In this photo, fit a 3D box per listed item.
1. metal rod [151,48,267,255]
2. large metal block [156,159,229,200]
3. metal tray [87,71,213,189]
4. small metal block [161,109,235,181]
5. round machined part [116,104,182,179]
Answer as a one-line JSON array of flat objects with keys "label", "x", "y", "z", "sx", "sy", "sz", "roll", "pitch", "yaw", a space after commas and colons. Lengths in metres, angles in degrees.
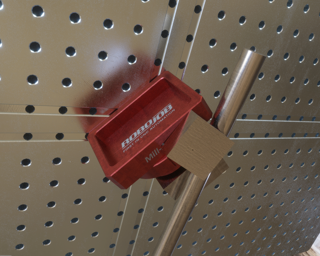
[{"label": "metal rod", "x": 0.047, "y": 0.053, "z": 0.367, "sx": 0.025, "sy": 0.025, "sz": 0.298, "roll": 7, "pitch": 115, "yaw": -32}, {"label": "large metal block", "x": 0.030, "y": 0.043, "z": 0.417, "sx": 0.080, "sy": 0.080, "sz": 0.050, "roll": -40, "pitch": 130, "yaw": -1}, {"label": "metal tray", "x": -0.016, "y": -0.002, "z": 0.360, "sx": 0.130, "sy": 0.090, "sz": 0.030, "roll": -40, "pitch": 130, "yaw": -2}, {"label": "small metal block", "x": 0.038, "y": 0.018, "z": 0.318, "sx": 0.050, "sy": 0.025, "sz": 0.050, "roll": 35, "pitch": 97, "yaw": -20}, {"label": "round machined part", "x": -0.002, "y": 0.020, "z": 0.382, "sx": 0.098, "sy": 0.098, "sz": 0.042, "roll": -41, "pitch": 130, "yaw": -1}]
